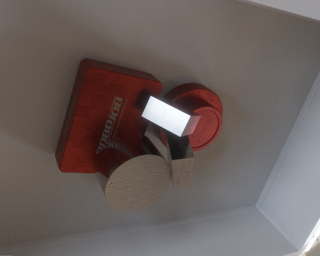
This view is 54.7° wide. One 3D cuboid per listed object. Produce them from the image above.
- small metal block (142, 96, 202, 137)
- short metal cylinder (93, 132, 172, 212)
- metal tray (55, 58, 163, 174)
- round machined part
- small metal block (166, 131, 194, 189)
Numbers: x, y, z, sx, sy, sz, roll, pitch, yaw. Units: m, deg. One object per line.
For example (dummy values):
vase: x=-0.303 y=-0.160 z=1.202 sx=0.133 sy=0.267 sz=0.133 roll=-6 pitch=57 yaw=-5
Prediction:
small metal block: x=0.015 y=-0.014 z=0.358 sx=0.025 sy=0.050 sz=0.050 roll=-65 pitch=163 yaw=12
short metal cylinder: x=-0.033 y=0.051 z=0.367 sx=0.081 sy=0.050 sz=0.079 roll=-14 pitch=125 yaw=-21
metal tray: x=-0.061 y=-0.007 z=0.364 sx=0.091 sy=0.030 sz=0.129 roll=8 pitch=114 yaw=-32
round machined part: x=0.044 y=-0.008 z=0.416 sx=0.099 sy=0.042 sz=0.097 roll=-14 pitch=125 yaw=-21
small metal block: x=0.024 y=0.037 z=0.378 sx=0.025 sy=0.050 sz=0.050 roll=-7 pitch=130 yaw=-3
